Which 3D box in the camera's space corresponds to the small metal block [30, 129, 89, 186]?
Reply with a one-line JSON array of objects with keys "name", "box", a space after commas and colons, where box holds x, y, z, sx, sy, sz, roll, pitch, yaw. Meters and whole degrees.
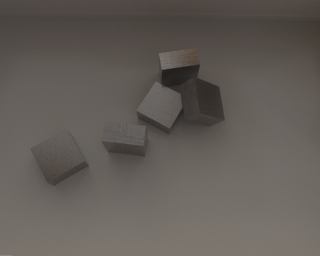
[{"name": "small metal block", "box": [-0.127, 0.037, 0.395, 0.050, 0.025, 0.050, -30, 73, -11]}]

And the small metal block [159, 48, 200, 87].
[{"name": "small metal block", "box": [0.025, -0.082, 0.426, 0.050, 0.050, 0.025, -9, 71, -3]}]

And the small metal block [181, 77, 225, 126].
[{"name": "small metal block", "box": [0.056, -0.034, 0.408, 0.050, 0.025, 0.050, 13, 64, -40]}]

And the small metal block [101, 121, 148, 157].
[{"name": "small metal block", "box": [-0.043, 0.015, 0.390, 0.050, 0.050, 0.025, 7, 70, 2]}]

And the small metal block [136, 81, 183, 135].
[{"name": "small metal block", "box": [0.004, -0.027, 0.419, 0.050, 0.025, 0.050, 29, 72, 10]}]
